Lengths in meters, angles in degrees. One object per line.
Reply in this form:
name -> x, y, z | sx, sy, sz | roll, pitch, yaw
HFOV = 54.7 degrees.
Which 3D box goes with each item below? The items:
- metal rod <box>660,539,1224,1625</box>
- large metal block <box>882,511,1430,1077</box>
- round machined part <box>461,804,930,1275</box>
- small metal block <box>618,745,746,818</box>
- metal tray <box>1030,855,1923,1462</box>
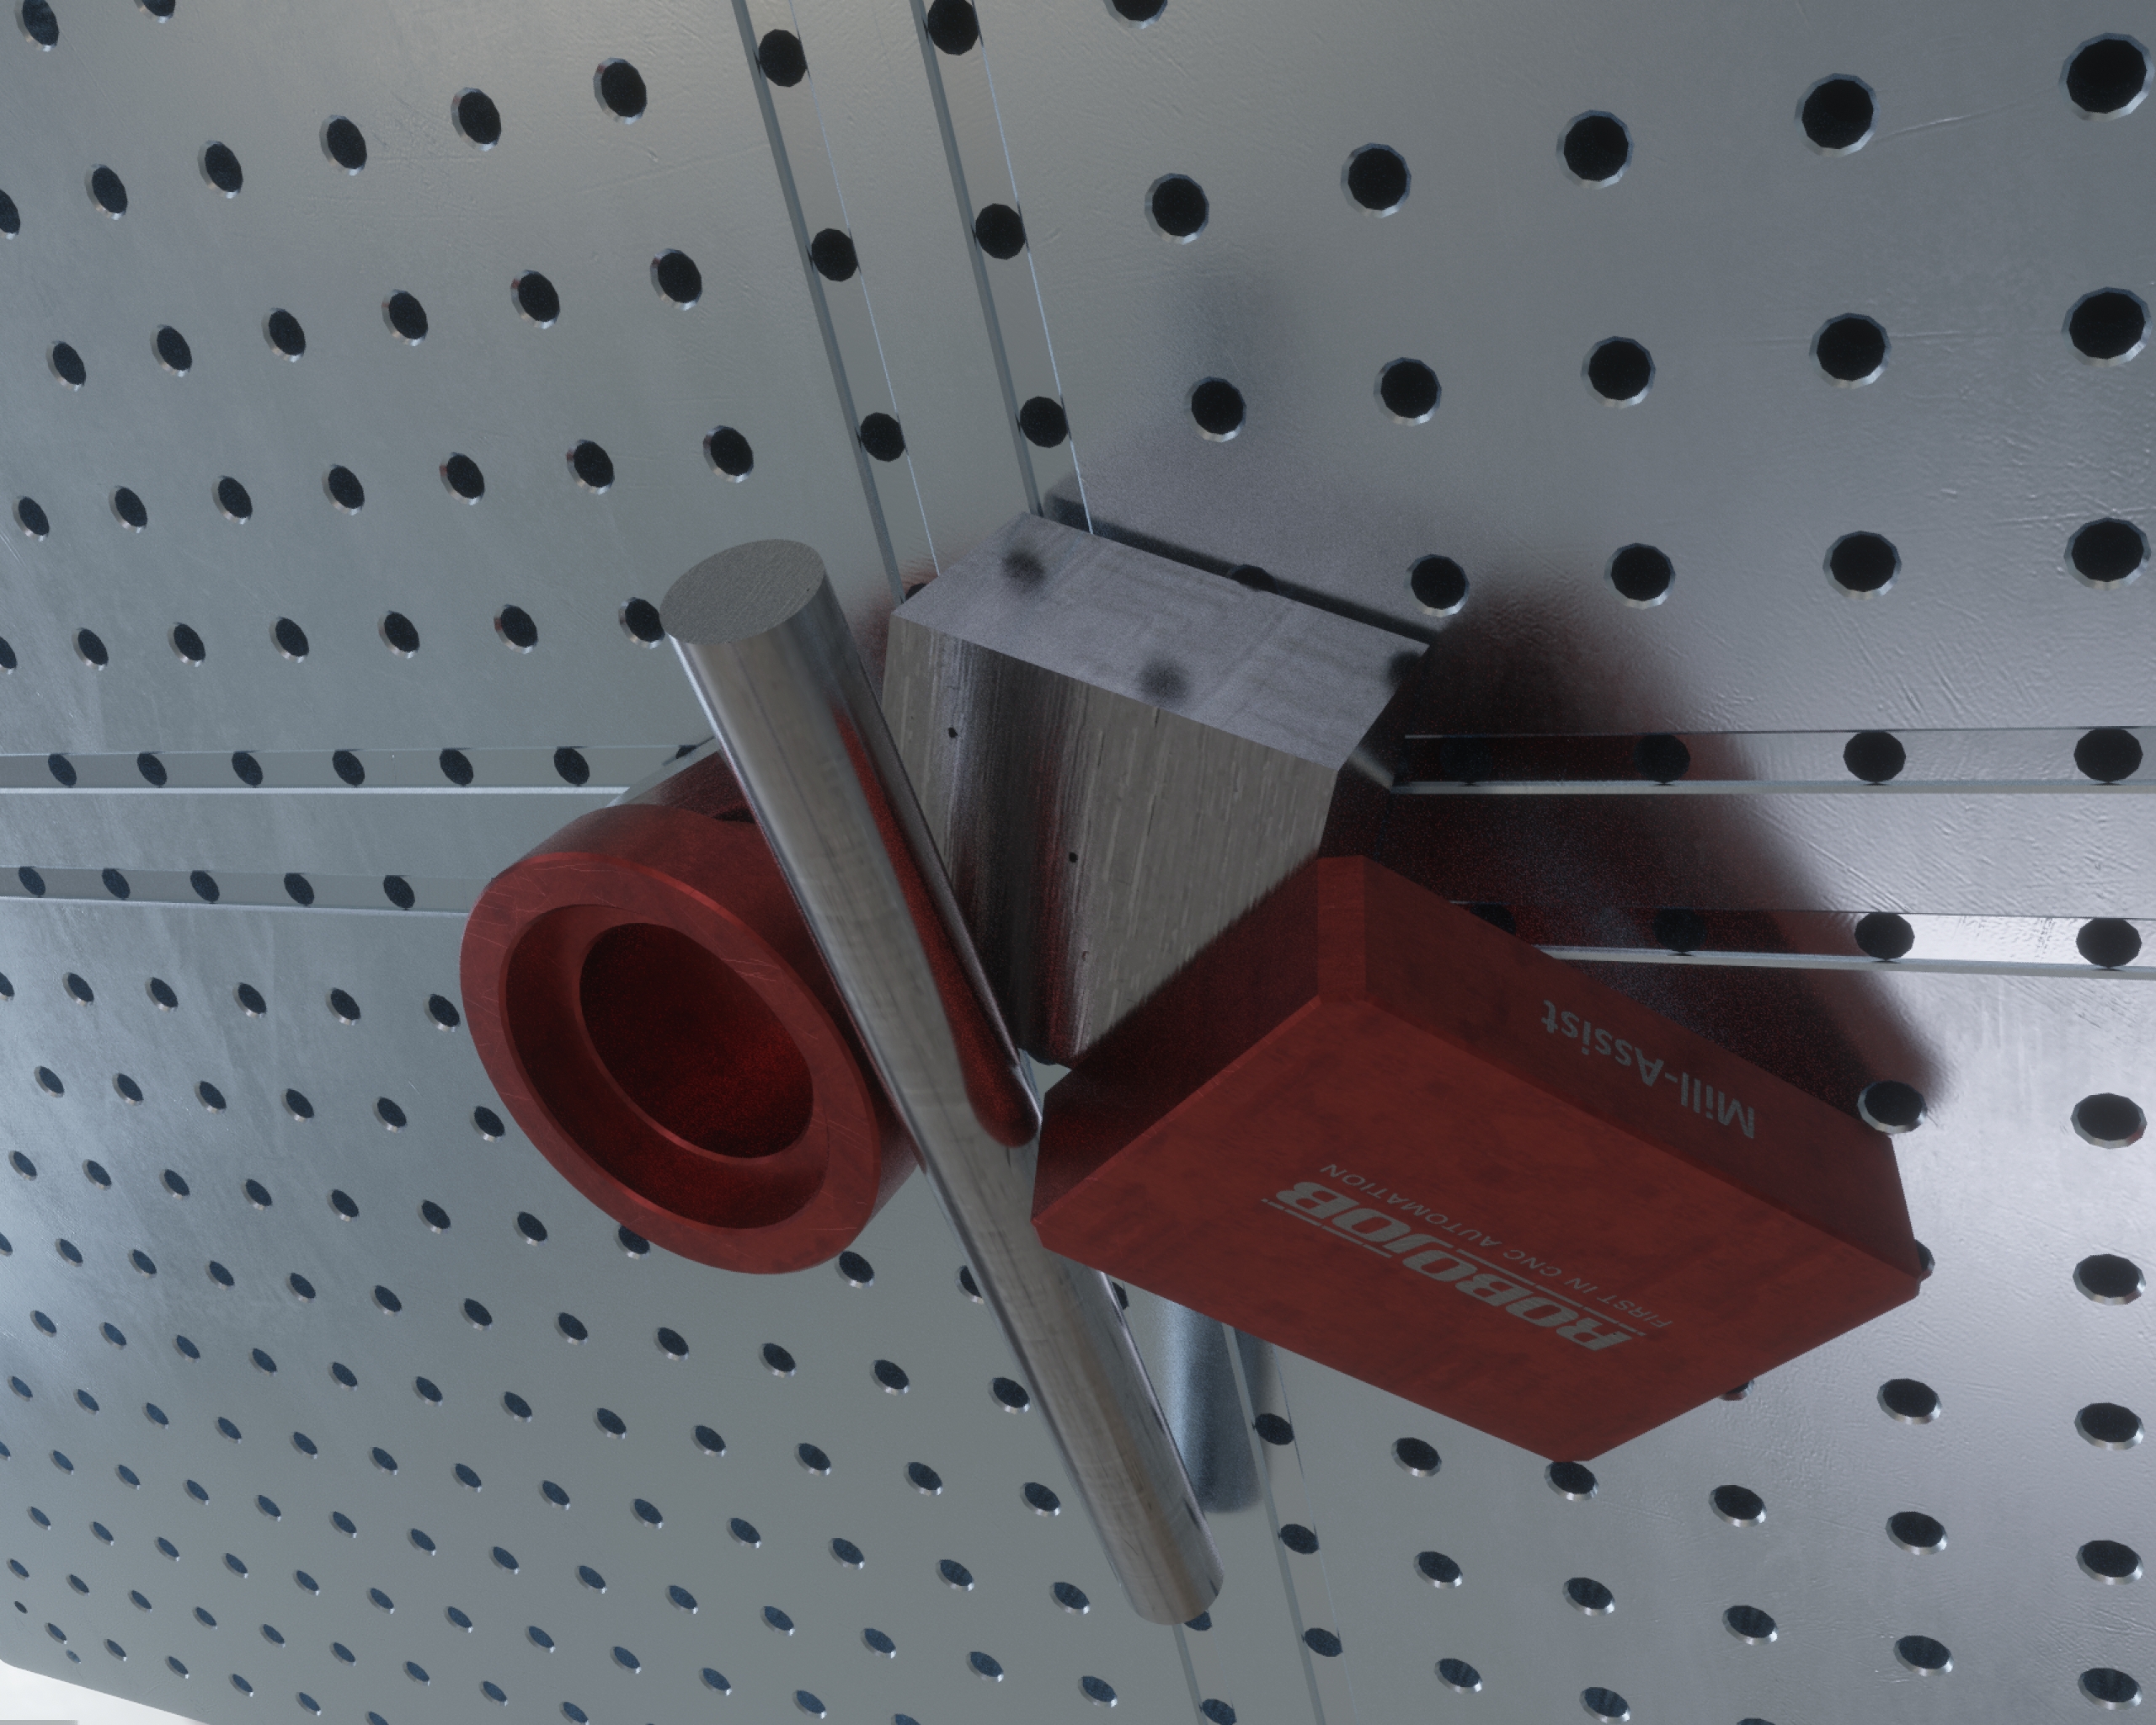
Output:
metal rod -> -0.013, 0.066, 0.403 | 0.025, 0.025, 0.299 | 6, 137, 25
large metal block -> 0.010, -0.008, 0.381 | 0.080, 0.050, 0.079 | 21, 126, 15
round machined part -> -0.071, 0.031, 0.417 | 0.098, 0.042, 0.097 | 15, 126, 22
small metal block -> -0.072, 0.000, 0.445 | 0.050, 0.025, 0.050 | -24, 106, 36
metal tray -> 0.069, 0.058, 0.370 | 0.131, 0.030, 0.090 | 27, 133, -21
